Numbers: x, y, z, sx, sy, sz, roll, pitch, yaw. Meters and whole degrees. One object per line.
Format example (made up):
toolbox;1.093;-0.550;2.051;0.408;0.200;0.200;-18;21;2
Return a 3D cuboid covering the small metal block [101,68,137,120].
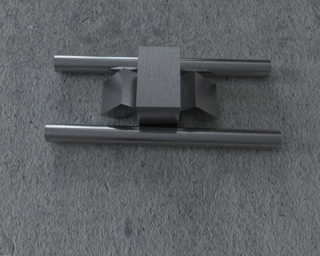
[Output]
small metal block;-0.053;-0.044;0.410;0.025;0.050;0.050;16;65;-37

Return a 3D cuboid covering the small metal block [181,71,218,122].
small metal block;0.051;-0.040;0.410;0.025;0.050;0.050;-17;64;39

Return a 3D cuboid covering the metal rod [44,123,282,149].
metal rod;0.004;0.011;0.405;0.302;0.025;0.025;2;70;0

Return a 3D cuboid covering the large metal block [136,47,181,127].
large metal block;-0.002;-0.048;0.400;0.050;0.080;0.080;1;70;0

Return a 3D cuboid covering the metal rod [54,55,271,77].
metal rod;0.004;-0.088;0.442;0.302;0.025;0.025;1;70;0
